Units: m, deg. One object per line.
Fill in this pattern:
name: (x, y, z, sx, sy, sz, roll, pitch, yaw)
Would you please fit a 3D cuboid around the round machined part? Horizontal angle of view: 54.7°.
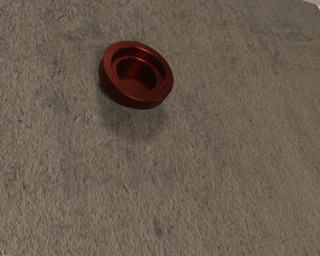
round machined part: (-0.035, -0.066, 0.416, 0.099, 0.042, 0.098, 14, 56, -21)
